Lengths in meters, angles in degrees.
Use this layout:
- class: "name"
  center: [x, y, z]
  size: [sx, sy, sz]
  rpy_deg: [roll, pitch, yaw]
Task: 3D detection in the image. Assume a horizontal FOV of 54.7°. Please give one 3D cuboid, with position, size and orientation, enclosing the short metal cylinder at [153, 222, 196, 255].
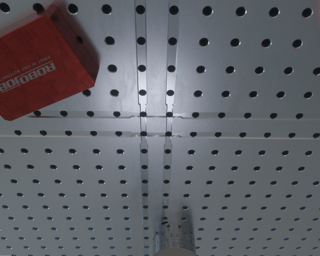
- class: "short metal cylinder"
  center: [0.027, 0.223, 0.586]
  size: [0.081, 0.050, 0.079]
  rpy_deg: [0, 130, 0]

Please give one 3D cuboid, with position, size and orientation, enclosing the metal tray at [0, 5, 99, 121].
- class: "metal tray"
  center: [-0.148, -0.067, 0.350]
  size: [0.130, 0.030, 0.090]
  rpy_deg: [-20, 128, 15]
